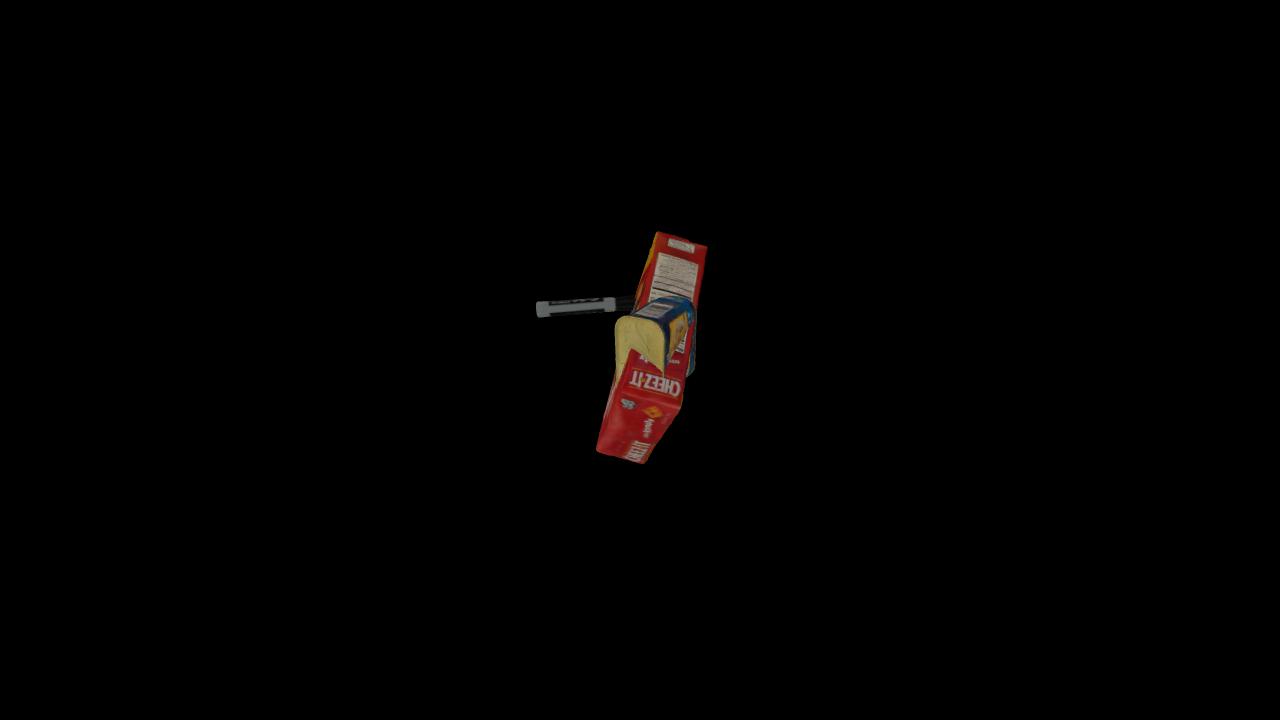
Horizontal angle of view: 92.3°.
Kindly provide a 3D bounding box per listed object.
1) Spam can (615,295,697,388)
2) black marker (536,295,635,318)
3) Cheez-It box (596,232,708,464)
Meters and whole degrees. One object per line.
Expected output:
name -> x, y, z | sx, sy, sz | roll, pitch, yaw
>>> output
Spam can -> 0.020, -0.012, 0.654 | 0.058, 0.101, 0.085 | 14, 29, 26
black marker -> -0.061, -0.063, 0.722 | 0.121, 0.020, 0.020 | -4, 0, -1
Cheez-It box -> 0.014, -0.012, 0.723 | 0.071, 0.223, 0.166 | 16, -32, -4
